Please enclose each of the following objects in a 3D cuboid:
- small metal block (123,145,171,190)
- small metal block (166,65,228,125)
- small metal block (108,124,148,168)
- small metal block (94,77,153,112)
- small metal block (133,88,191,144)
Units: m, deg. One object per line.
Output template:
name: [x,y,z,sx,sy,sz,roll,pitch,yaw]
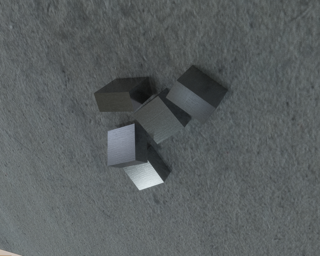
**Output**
small metal block: [-0.021,0.059,0.453,0.050,0.025,0.050,-26,105,36]
small metal block: [0.042,-0.038,0.344,0.050,0.050,0.025,36,129,3]
small metal block: [-0.045,0.026,0.428,0.050,0.025,0.050,-15,69,33]
small metal block: [-0.045,-0.042,0.386,0.050,0.050,0.025,1,119,27]
small metal block: [0.002,-0.014,0.395,0.050,0.025,0.050,-34,100,38]
